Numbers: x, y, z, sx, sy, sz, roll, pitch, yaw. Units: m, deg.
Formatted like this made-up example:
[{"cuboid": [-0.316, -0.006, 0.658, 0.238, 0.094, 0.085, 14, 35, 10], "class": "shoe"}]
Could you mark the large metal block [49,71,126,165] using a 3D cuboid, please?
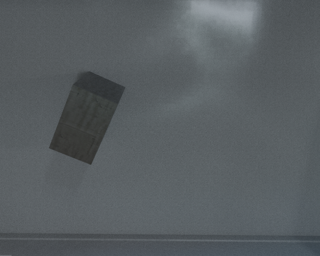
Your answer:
[{"cuboid": [-0.085, -0.015, 0.376, 0.050, 0.080, 0.080, 24, 108, -8], "class": "large metal block"}]
